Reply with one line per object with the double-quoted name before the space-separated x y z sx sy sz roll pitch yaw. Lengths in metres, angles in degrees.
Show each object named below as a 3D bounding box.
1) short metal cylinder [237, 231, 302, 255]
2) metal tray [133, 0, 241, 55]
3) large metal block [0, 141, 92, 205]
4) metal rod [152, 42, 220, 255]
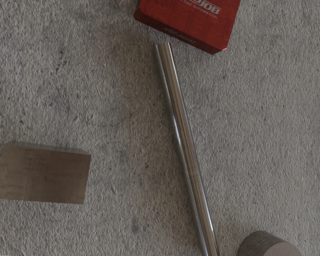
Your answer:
"short metal cylinder" 0.161 0.199 0.455 0.081 0.050 0.079 0 90 -20
"metal tray" 0.040 -0.167 0.421 0.131 0.030 0.090 19 84 -19
"large metal block" -0.124 0.046 0.334 0.081 0.080 0.050 9 87 -20
"metal rod" 0.037 0.035 0.422 0.025 0.025 0.298 -15 95 -19
